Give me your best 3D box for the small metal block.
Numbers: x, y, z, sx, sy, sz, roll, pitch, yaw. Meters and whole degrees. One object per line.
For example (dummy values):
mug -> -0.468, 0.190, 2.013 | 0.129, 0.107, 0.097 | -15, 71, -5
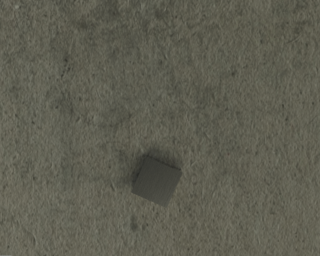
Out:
small metal block -> -0.004, 0.070, 0.410 | 0.050, 0.025, 0.050 | 24, 90, 0
